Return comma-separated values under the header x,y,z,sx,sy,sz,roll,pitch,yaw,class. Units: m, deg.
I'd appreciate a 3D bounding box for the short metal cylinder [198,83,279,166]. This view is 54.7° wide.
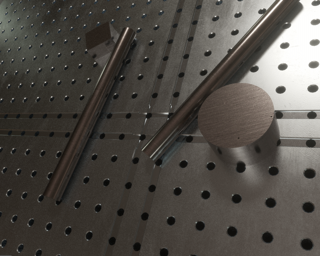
x,y,z,sx,sy,sz,roll,pitch,yaw,class
0.089,-0.003,0.347,0.080,0.050,0.080,-13,56,20,short metal cylinder

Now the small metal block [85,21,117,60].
x,y,z,sx,sy,sz,roll,pitch,yaw,class
-0.105,-0.158,0.558,0.050,0.025,0.050,-24,53,13,small metal block

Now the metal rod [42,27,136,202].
x,y,z,sx,sy,sz,roll,pitch,yaw,class
-0.101,-0.034,0.480,0.025,0.025,0.300,7,65,31,metal rod

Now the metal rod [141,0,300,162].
x,y,z,sx,sy,sz,roll,pitch,yaw,class
0.085,-0.075,0.408,0.300,0.025,0.025,-48,52,-6,metal rod
